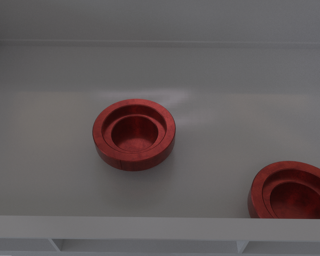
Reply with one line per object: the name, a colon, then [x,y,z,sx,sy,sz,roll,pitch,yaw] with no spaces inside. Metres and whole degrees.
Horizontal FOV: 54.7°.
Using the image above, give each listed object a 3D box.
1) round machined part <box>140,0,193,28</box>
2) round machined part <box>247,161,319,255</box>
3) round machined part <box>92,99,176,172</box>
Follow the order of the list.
round machined part: [0.011,-0.226,0.587,0.099,0.042,0.098,0,50,0]
round machined part: [0.141,0.085,0.320,0.099,0.042,0.098,0,46,1]
round machined part: [-0.031,0.013,0.383,0.099,0.042,0.098,0,50,0]
